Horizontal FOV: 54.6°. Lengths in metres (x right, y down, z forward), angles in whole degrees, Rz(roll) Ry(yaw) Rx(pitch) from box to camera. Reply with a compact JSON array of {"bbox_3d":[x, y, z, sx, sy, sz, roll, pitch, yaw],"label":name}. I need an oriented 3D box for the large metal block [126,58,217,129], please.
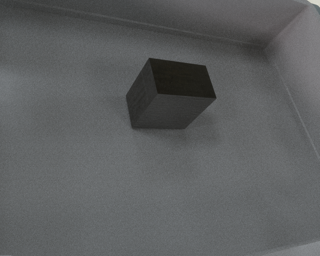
[{"bbox_3d":[0.011,-0.040,0.397,0.081,0.080,0.050,1,61,-28],"label":"large metal block"}]
